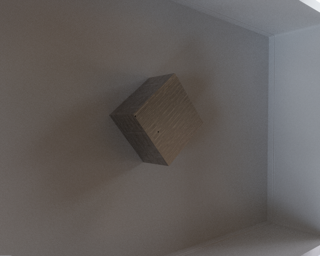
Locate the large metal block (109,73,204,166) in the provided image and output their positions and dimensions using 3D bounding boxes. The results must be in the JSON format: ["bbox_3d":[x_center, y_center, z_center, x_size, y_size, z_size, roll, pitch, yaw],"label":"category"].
[{"bbox_3d":[-0.002,-0.011,0.391,0.080,0.050,0.080,-48,119,-29],"label":"large metal block"}]
